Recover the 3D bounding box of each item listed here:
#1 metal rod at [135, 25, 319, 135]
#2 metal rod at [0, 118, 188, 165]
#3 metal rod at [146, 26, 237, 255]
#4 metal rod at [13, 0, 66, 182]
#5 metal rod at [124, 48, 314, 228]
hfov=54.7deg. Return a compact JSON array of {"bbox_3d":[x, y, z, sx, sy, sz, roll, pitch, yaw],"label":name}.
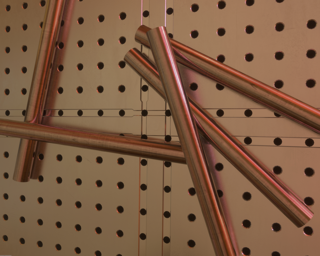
[{"bbox_3d":[0.097,-0.055,0.377,0.301,0.025,0.025,31,100,17],"label":"metal rod"},{"bbox_3d":[-0.109,0.016,0.433,0.301,0.025,0.025,8,93,13],"label":"metal rod"},{"bbox_3d":[0.040,0.025,0.377,0.025,0.025,0.298,-17,92,19],"label":"metal rod"},{"bbox_3d":[-0.185,-0.064,0.475,0.025,0.025,0.298,14,95,19],"label":"metal rod"},{"bbox_3d":[0.063,0.002,0.389,0.300,0.025,0.025,45,104,14],"label":"metal rod"}]
